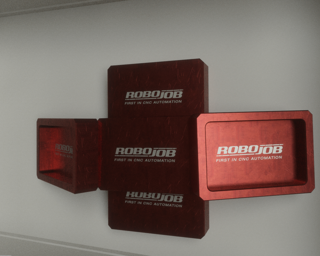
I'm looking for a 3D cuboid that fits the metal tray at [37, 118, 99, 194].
[{"bbox_3d":[-0.129,0.032,0.419,0.130,0.030,0.089,2,92,49],"label":"metal tray"}]

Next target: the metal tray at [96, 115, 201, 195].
[{"bbox_3d":[-0.013,0.031,0.379,0.130,0.030,0.089,-1,90,19],"label":"metal tray"}]

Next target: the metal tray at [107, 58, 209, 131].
[{"bbox_3d":[-0.004,-0.039,0.406,0.130,0.030,0.089,0,90,19],"label":"metal tray"}]

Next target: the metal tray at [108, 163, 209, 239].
[{"bbox_3d":[-0.003,0.090,0.406,0.130,0.030,0.089,0,90,19],"label":"metal tray"}]

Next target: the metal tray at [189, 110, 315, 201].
[{"bbox_3d":[0.100,0.027,0.338,0.131,0.030,0.089,-2,90,-10],"label":"metal tray"}]
